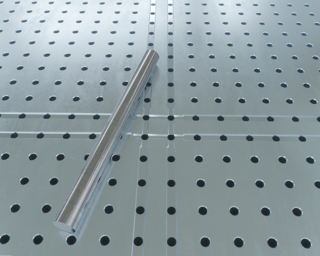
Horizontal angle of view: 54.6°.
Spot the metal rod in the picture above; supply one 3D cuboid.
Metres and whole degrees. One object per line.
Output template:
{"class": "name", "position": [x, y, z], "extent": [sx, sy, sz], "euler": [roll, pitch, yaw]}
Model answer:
{"class": "metal rod", "position": [-0.056, -0.008, 0.413], "extent": [0.025, 0.025, 0.300], "euler": [13, 51, 11]}
